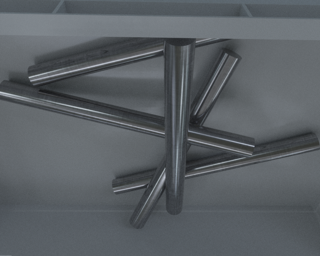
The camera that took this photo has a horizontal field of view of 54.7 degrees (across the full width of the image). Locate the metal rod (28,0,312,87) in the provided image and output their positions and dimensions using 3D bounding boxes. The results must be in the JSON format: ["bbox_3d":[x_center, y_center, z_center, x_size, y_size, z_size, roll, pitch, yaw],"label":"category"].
[{"bbox_3d":[0.001,-0.090,0.332,0.301,0.025,0.025,-12,129,9],"label":"metal rod"}]

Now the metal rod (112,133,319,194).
[{"bbox_3d":[0.073,0.055,0.457,0.301,0.025,0.025,-14,129,11],"label":"metal rod"}]

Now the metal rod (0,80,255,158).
[{"bbox_3d":[-0.039,-0.011,0.368,0.302,0.025,0.025,13,129,0],"label":"metal rod"}]

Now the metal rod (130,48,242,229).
[{"bbox_3d":[0.021,0.033,0.415,0.025,0.025,0.298,18,121,-15],"label":"metal rod"}]

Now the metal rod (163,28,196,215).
[{"bbox_3d":[0.018,0.025,0.353,0.025,0.025,0.298,-1,140,0],"label":"metal rod"}]
